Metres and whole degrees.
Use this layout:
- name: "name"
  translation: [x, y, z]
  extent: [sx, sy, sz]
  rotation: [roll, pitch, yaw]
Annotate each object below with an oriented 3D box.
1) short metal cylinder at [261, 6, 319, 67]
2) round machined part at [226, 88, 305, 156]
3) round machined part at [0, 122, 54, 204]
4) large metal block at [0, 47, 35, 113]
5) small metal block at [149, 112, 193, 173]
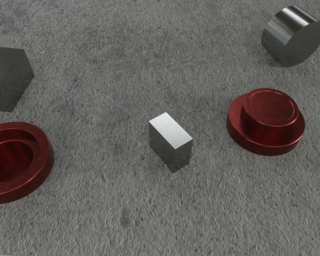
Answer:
- name: "short metal cylinder"
  translation: [0.210, -0.145, 0.492]
  extent: [0.081, 0.080, 0.050]
  rotation: [-19, 53, -16]
- name: "round machined part"
  translation: [0.140, -0.015, 0.406]
  extent: [0.099, 0.042, 0.098]
  rotation: [0, 50, 0]
- name: "round machined part"
  translation: [-0.171, 0.043, 0.354]
  extent: [0.099, 0.042, 0.098]
  rotation: [0, 50, 0]
- name: "large metal block"
  translation: [-0.242, -0.072, 0.445]
  extent: [0.080, 0.050, 0.080]
  rotation: [7, 50, 5]
- name: "small metal block"
  translation: [0.012, 0.018, 0.372]
  extent: [0.025, 0.050, 0.050]
  rotation: [-29, 56, -22]
